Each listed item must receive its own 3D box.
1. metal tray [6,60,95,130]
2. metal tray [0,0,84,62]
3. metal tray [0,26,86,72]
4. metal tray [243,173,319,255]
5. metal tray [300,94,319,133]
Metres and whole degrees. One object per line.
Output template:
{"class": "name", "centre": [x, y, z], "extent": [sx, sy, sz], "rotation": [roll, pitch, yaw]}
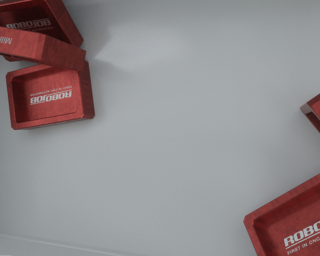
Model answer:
{"class": "metal tray", "centre": [-0.167, -0.049, 0.466], "extent": [0.130, 0.030, 0.089], "rotation": [-8, 87, 19]}
{"class": "metal tray", "centre": [-0.188, -0.143, 0.443], "extent": [0.130, 0.090, 0.030], "rotation": [-1, 51, 20]}
{"class": "metal tray", "centre": [-0.177, -0.105, 0.405], "extent": [0.130, 0.090, 0.030], "rotation": [14, 95, 19]}
{"class": "metal tray", "centre": [0.161, 0.105, 0.317], "extent": [0.130, 0.030, 0.090], "rotation": [-39, 42, 23]}
{"class": "metal tray", "centre": [0.196, 0.020, 0.306], "extent": [0.030, 0.090, 0.130], "rotation": [-38, 78, 16]}
